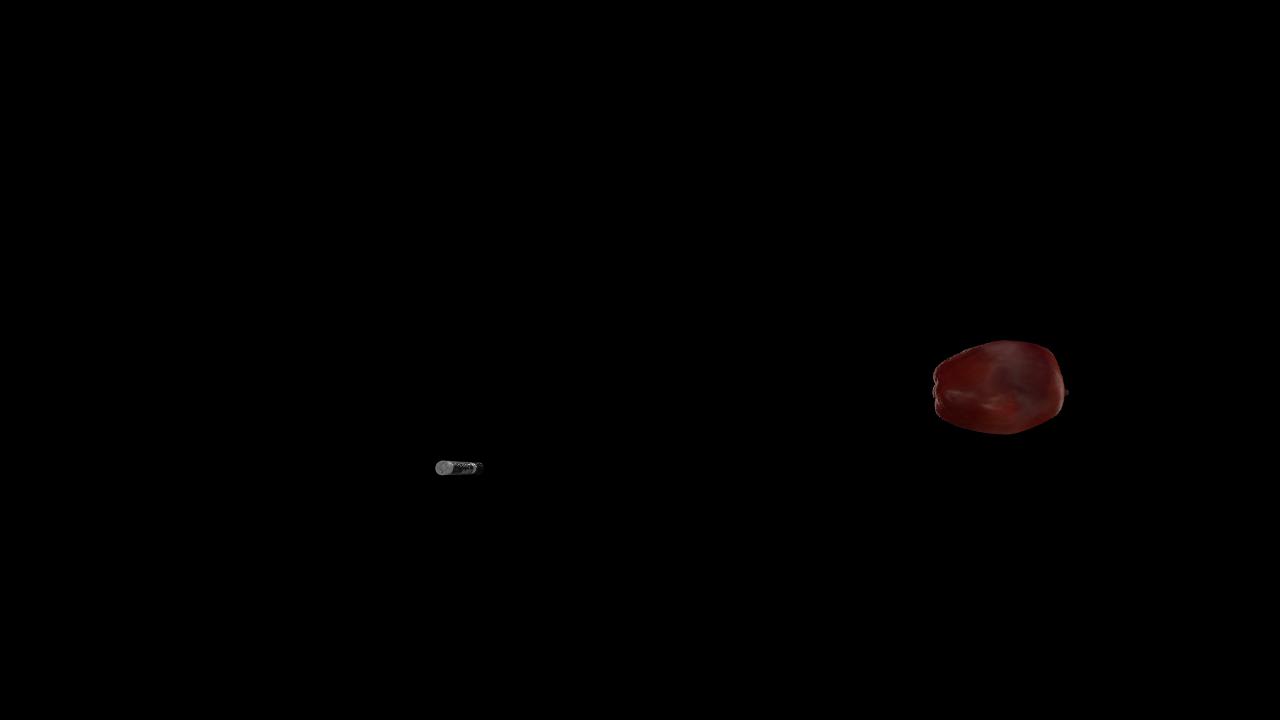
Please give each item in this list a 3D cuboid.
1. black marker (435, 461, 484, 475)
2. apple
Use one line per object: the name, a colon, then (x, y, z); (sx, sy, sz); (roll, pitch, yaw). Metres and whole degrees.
black marker: (-0.246, 0.149, 0.850); (0.020, 0.020, 0.121); (0, -10, 9)
apple: (0.284, 0.022, 0.487); (0.093, 0.079, 0.079); (-2, -1, 22)
